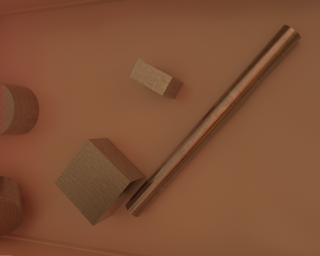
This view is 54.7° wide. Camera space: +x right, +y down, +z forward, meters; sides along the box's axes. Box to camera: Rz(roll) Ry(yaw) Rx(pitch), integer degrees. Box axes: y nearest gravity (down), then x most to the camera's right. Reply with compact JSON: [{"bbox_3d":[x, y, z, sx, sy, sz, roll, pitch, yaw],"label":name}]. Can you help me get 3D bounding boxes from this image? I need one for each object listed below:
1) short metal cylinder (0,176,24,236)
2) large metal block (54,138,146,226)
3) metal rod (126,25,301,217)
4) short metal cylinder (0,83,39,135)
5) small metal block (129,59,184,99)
[{"bbox_3d":[-0.247,0.117,0.459,0.080,0.080,0.050,-47,42,14],"label":"short metal cylinder"},{"bbox_3d":[-0.081,0.071,0.425,0.080,0.050,0.080,43,103,14],"label":"large metal block"},{"bbox_3d":[0.058,0.000,0.389,0.025,0.025,0.299,44,103,14],"label":"metal rod"},{"bbox_3d":[-0.237,-0.028,0.479,0.080,0.050,0.079,0,90,19],"label":"short metal cylinder"},{"bbox_3d":[-0.003,-0.062,0.398,0.050,0.050,0.025,32,100,17],"label":"small metal block"}]
